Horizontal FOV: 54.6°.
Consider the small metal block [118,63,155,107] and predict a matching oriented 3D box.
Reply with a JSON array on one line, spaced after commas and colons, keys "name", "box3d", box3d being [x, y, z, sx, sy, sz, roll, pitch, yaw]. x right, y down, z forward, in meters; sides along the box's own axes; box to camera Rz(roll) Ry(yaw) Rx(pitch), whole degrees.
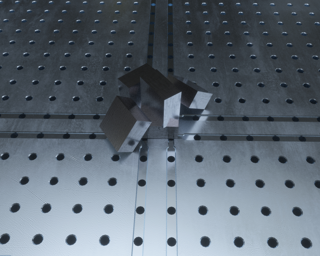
[{"name": "small metal block", "box3d": [-0.030, -0.056, 0.438, 0.050, 0.050, 0.025, -34, 58, -25]}]

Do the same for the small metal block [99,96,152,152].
[{"name": "small metal block", "box3d": [-0.045, -0.005, 0.392, 0.025, 0.050, 0.050, 5, 36, -48]}]

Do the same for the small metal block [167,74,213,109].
[{"name": "small metal block", "box3d": [0.038, -0.050, 0.433, 0.050, 0.025, 0.050, 35, 19, 26]}]

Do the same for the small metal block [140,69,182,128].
[{"name": "small metal block", "box3d": [0.000, -0.037, 0.390, 0.025, 0.050, 0.050, -29, 56, -23]}]

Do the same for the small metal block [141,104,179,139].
[{"name": "small metal block", "box3d": [-0.001, -0.013, 0.418, 0.050, 0.025, 0.050, 1, 50, -1]}]
